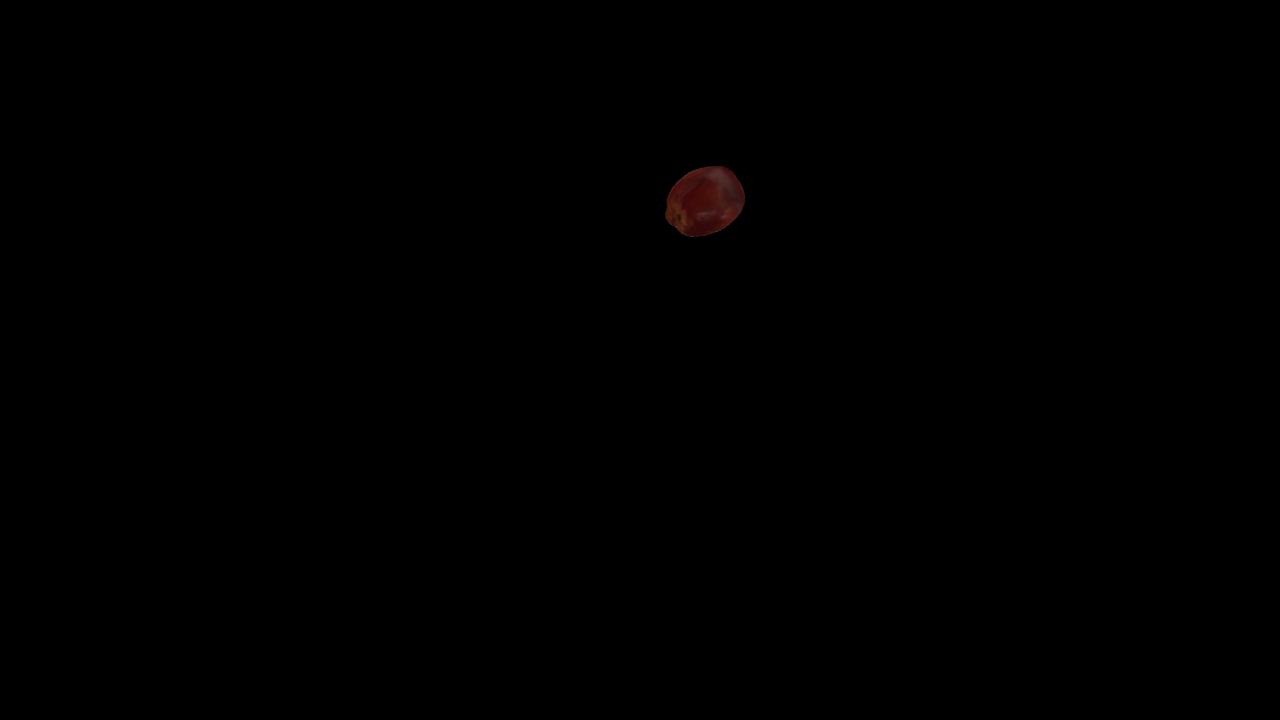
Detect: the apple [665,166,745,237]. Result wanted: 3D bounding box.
[{"bbox_3d":[0.075,-0.180,0.700,0.093,0.079,0.079,-31,17,-31],"label":"apple"}]
